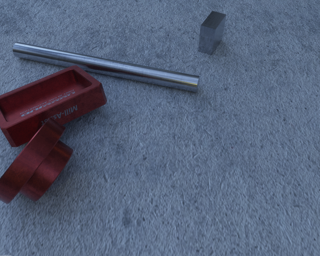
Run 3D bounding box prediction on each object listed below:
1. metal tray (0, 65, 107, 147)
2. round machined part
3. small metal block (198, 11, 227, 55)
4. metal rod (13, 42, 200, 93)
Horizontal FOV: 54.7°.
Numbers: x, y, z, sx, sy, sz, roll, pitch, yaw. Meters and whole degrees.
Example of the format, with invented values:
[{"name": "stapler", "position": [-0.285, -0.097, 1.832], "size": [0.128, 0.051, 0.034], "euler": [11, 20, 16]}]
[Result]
[{"name": "metal tray", "position": [-0.149, -0.035, 0.413], "size": [0.131, 0.030, 0.090], "euler": [-30, 41, -23]}, {"name": "round machined part", "position": [-0.131, 0.040, 0.334], "size": [0.042, 0.098, 0.098], "euler": [38, 51, -16]}, {"name": "small metal block", "position": [0.088, -0.160, 0.522], "size": [0.025, 0.050, 0.050], "euler": [22, 53, 17]}, {"name": "metal rod", "position": [-0.089, -0.097, 0.483], "size": [0.301, 0.025, 0.025], "euler": [12, 51, 10]}]
